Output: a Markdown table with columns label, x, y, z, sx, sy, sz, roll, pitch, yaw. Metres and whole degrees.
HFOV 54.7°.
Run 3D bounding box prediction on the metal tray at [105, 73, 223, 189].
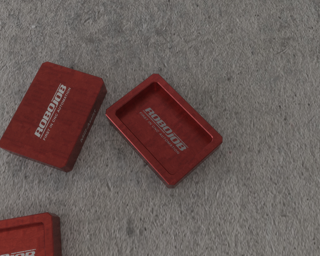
| label | x | y | z | sx | sy | sz | roll | pitch | yaw |
| --- | --- | --- | --- | --- | --- | --- | --- | --- | --- |
| metal tray | 0.004 | 0.002 | 0.404 | 0.090 | 0.030 | 0.130 | -40 | 75 | -13 |

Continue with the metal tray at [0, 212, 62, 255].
| label | x | y | z | sx | sy | sz | roll | pitch | yaw |
| --- | --- | --- | --- | --- | --- | --- | --- | --- | --- |
| metal tray | -0.180 | 0.152 | 0.348 | 0.131 | 0.030 | 0.090 | -9 | 70 | -4 |

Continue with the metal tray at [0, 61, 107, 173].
| label | x | y | z | sx | sy | sz | roll | pitch | yaw |
| --- | --- | --- | --- | --- | --- | --- | --- | --- | --- |
| metal tray | -0.137 | -0.017 | 0.410 | 0.090 | 0.030 | 0.130 | 18 | 71 | 6 |
